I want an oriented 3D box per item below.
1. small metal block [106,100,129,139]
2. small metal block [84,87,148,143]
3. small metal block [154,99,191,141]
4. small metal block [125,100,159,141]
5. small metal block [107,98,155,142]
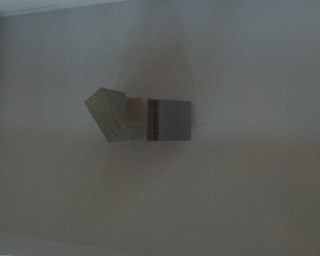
[{"bbox_3d":[-0.057,-0.011,0.412,0.025,0.050,0.050,1,90,-14],"label":"small metal block"},{"bbox_3d":[-0.046,-0.013,0.331,0.025,0.050,0.050,-37,78,17],"label":"small metal block"},{"bbox_3d":[0.012,-0.009,0.389,0.025,0.050,0.050,1,90,54],"label":"small metal block"},{"bbox_3d":[-0.022,-0.010,0.403,0.025,0.050,0.050,1,90,20],"label":"small metal block"},{"bbox_3d":[-0.034,-0.010,0.367,0.050,0.025,0.050,1,90,20],"label":"small metal block"}]
